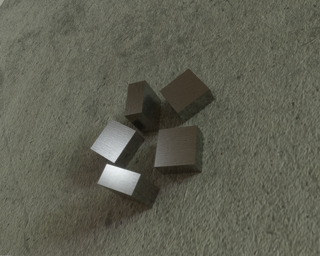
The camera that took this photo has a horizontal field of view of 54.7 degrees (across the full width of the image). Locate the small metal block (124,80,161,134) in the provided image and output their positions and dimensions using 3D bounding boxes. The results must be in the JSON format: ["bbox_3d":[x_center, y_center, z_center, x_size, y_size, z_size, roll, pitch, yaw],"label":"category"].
[{"bbox_3d":[-0.021,-0.027,0.416,0.025,0.050,0.050,-10,58,23],"label":"small metal block"}]

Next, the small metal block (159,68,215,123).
[{"bbox_3d":[0.036,-0.044,0.412,0.050,0.025,0.050,-38,51,2],"label":"small metal block"}]

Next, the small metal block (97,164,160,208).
[{"bbox_3d":[-0.036,0.069,0.365,0.050,0.050,0.025,11,68,33],"label":"small metal block"}]

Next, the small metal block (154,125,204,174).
[{"bbox_3d":[0.024,0.027,0.375,0.050,0.025,0.050,-7,58,24],"label":"small metal block"}]

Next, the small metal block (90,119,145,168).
[{"bbox_3d":[-0.058,0.022,0.421,0.050,0.025,0.050,24,75,36],"label":"small metal block"}]
